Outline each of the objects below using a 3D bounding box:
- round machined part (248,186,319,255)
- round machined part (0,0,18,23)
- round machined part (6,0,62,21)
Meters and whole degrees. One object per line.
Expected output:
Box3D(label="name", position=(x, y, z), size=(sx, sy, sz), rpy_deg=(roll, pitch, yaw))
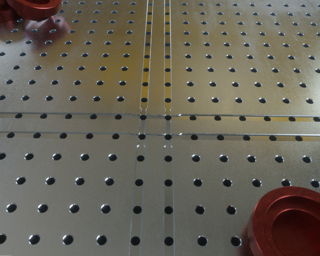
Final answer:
Box3D(label="round machined part", position=(0.136, 0.111, 0.305), size=(0.099, 0.042, 0.098), rpy_deg=(0, 50, 0))
Box3D(label="round machined part", position=(-0.319, -0.248, 0.601), size=(0.099, 0.042, 0.098), rpy_deg=(0, 50, 0))
Box3D(label="round machined part", position=(-0.237, -0.239, 0.580), size=(0.099, 0.042, 0.098), rpy_deg=(14, 51, -18))
